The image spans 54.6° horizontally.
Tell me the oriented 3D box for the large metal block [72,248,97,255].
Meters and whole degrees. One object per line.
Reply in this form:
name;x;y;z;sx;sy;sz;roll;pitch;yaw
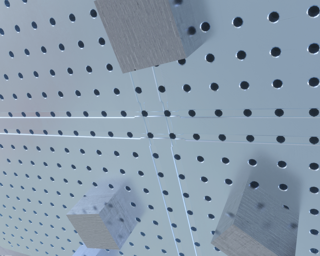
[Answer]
large metal block;-0.173;0.326;0.669;0.050;0.080;0.080;8;122;24

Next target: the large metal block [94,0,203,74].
large metal block;-0.010;-0.112;0.332;0.080;0.050;0.080;-7;115;31

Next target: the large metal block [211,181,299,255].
large metal block;0.121;0.128;0.391;0.080;0.080;0.050;35;129;5

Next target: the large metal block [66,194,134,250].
large metal block;-0.106;0.168;0.556;0.080;0.050;0.080;-12;113;33
